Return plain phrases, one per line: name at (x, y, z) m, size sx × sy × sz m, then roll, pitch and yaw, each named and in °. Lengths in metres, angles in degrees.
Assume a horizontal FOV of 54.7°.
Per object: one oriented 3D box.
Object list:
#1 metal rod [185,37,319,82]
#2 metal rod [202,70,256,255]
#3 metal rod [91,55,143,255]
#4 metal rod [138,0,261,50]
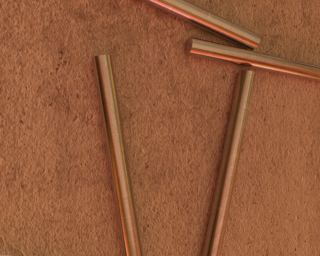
metal rod at (0.180, -0.096, 0.474) m, size 0.302 × 0.025 × 0.025 m, roll 6°, pitch 88°, yaw -20°
metal rod at (0.097, 0.064, 0.444) m, size 0.025 × 0.025 × 0.298 m, roll 14°, pitch 85°, yaw -20°
metal rod at (-0.050, 0.060, 0.390) m, size 0.025 × 0.025 × 0.298 m, roll -10°, pitch 93°, yaw -20°
metal rod at (0.005, -0.168, 0.410) m, size 0.302 × 0.025 × 0.025 m, roll 17°, pitch 85°, yaw -19°
